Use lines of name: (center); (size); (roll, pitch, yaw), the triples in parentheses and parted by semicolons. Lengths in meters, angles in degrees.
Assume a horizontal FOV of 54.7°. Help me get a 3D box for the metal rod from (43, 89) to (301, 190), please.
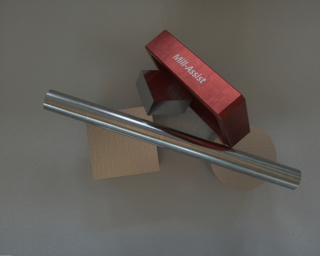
metal rod: (0.015, 0.014, 0.359); (0.302, 0.025, 0.025); (18, 90, -1)

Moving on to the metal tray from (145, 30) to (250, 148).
metal tray: (0.043, -0.044, 0.353); (0.030, 0.090, 0.130); (-41, 61, -1)

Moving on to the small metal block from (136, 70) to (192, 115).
small metal block: (0.004, -0.044, 0.376); (0.050, 0.025, 0.050); (-4, 54, -27)

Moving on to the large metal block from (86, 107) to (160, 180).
large metal block: (-0.045, 0.018, 0.397); (0.081, 0.050, 0.080); (-8, 90, -1)

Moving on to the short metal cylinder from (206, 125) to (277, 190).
short metal cylinder: (0.101, 0.035, 0.399); (0.081, 0.050, 0.079); (0, 90, -1)
